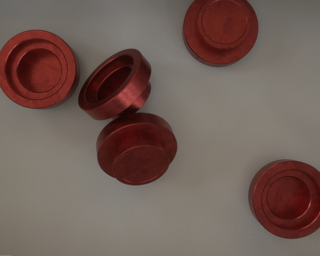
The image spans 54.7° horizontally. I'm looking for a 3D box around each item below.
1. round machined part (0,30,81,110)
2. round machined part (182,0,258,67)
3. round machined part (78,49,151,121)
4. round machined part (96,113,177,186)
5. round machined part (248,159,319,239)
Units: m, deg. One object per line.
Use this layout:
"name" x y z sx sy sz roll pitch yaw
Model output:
"round machined part" -0.152 -0.072 0.401 0.099 0.042 0.097 0 90 -1
"round machined part" 0.080 -0.132 0.404 0.099 0.042 0.097 0 90 -1
"round machined part" -0.050 -0.048 0.384 0.098 0.098 0.042 -44 127 0
"round machined part" -0.026 0.032 0.376 0.099 0.042 0.097 -9 131 -10
"round machined part" 0.164 0.089 0.405 0.099 0.042 0.097 0 90 -1
